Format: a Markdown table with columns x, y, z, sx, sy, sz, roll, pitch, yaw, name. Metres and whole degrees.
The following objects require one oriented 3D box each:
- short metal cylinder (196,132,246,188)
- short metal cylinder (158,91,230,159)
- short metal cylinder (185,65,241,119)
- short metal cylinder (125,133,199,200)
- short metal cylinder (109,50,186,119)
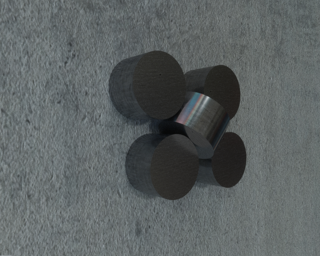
| x | y | z | sx | sy | sz | roll | pitch | yaw | name |
| --- | --- | --- | --- | --- | --- | --- | --- | --- | --- |
| 0.084 | 0.045 | 0.462 | 0.081 | 0.050 | 0.079 | 0 | 90 | -40 | short metal cylinder |
| 0.045 | -0.003 | 0.411 | 0.080 | 0.080 | 0.050 | 47 | 62 | -30 | short metal cylinder |
| 0.072 | -0.048 | 0.450 | 0.081 | 0.050 | 0.079 | 0 | 90 | -40 | short metal cylinder |
| 0.004 | 0.047 | 0.394 | 0.081 | 0.050 | 0.079 | 0 | 90 | -40 | short metal cylinder |
| -0.015 | -0.050 | 0.378 | 0.081 | 0.050 | 0.079 | 0 | 90 | -40 | short metal cylinder |
